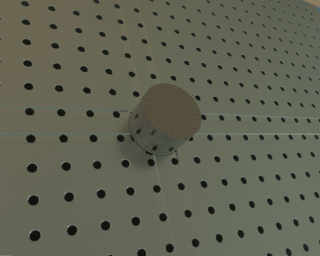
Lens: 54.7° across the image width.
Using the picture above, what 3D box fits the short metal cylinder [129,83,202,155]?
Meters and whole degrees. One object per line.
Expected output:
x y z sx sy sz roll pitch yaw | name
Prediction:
0.006 -0.011 0.403 0.081 0.050 0.080 14 56 -21 | short metal cylinder
